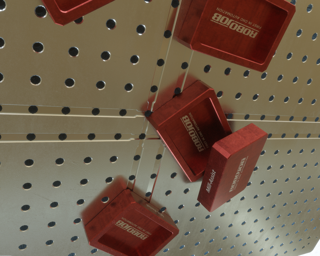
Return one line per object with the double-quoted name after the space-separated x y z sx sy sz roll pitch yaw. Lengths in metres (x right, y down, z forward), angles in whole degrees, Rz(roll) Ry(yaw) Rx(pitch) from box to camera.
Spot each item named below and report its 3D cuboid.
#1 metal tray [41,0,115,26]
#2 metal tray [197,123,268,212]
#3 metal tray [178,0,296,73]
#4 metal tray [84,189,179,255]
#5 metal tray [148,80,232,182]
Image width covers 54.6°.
-0.058 -0.162 0.275 0.131 0.030 0.090 -30 129 -9 "metal tray"
0.110 0.063 0.478 0.091 0.030 0.129 -24 139 -32 "metal tray"
0.096 -0.128 0.380 0.131 0.030 0.089 8 114 -32 "metal tray"
-0.040 0.160 0.483 0.090 0.030 0.130 -44 129 2 "metal tray"
0.052 0.009 0.440 0.090 0.030 0.130 -36 129 -4 "metal tray"
